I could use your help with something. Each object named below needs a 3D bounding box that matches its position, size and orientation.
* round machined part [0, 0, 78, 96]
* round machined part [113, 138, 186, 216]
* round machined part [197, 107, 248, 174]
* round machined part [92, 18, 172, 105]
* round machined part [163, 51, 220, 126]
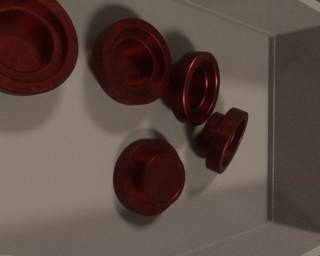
[{"bbox_3d":[-0.131,-0.078,0.287,0.099,0.042,0.097,0,90,-40],"label":"round machined part"},{"bbox_3d":[-0.006,0.062,0.393,0.099,0.042,0.097,0,90,-40],"label":"round machined part"},{"bbox_3d":[0.089,0.015,0.454,0.098,0.042,0.097,-47,151,-36],"label":"round machined part"},{"bbox_3d":[-0.036,-0.075,0.367,0.099,0.042,0.097,0,90,-40],"label":"round machined part"},{"bbox_3d":[0.040,-0.055,0.419,0.099,0.042,0.097,-24,120,-50],"label":"round machined part"}]
